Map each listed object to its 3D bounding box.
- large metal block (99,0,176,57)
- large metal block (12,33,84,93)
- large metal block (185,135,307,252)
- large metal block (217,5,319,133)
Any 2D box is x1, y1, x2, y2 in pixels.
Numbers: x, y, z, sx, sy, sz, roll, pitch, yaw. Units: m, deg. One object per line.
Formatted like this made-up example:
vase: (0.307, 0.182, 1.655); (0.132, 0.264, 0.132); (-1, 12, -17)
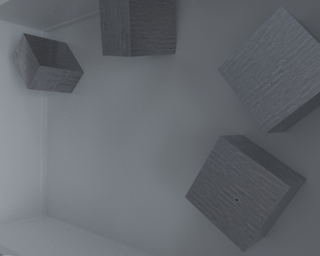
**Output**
large metal block: (-0.026, -0.131, 0.382); (0.050, 0.081, 0.079); (13, 111, 39)
large metal block: (-0.190, -0.108, 0.529); (0.050, 0.081, 0.080); (-49, 61, 29)
large metal block: (0.086, 0.063, 0.320); (0.080, 0.050, 0.079); (40, 114, 33)
large metal block: (0.117, -0.051, 0.294); (0.080, 0.050, 0.080); (-45, 63, 30)
